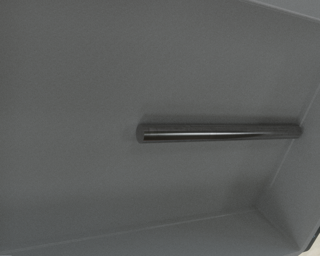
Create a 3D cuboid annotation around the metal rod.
[{"bbox_3d":[0.107,0.007,0.473,0.303,0.025,0.025,0,119,-29],"label":"metal rod"}]
